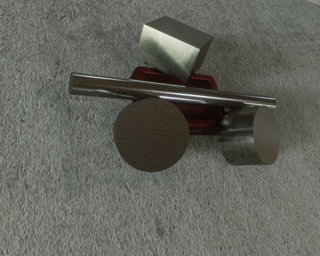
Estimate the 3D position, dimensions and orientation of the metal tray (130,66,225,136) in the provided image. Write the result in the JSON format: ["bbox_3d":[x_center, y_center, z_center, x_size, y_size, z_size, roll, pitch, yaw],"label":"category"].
[{"bbox_3d":[0.027,-0.036,0.439,0.131,0.030,0.090,2,61,-27],"label":"metal tray"}]

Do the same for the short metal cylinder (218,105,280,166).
[{"bbox_3d":[0.124,0.012,0.428,0.081,0.050,0.080,8,79,-47],"label":"short metal cylinder"}]

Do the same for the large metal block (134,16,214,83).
[{"bbox_3d":[0.022,-0.116,0.444,0.080,0.050,0.080,27,34,8],"label":"large metal block"}]

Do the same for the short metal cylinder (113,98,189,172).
[{"bbox_3d":[-0.012,0.006,0.355,0.081,0.050,0.079,-1,93,-11],"label":"short metal cylinder"}]

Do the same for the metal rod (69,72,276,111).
[{"bbox_3d":[0.036,-0.043,0.412,0.302,0.025,0.025,3,61,-27],"label":"metal rod"}]
